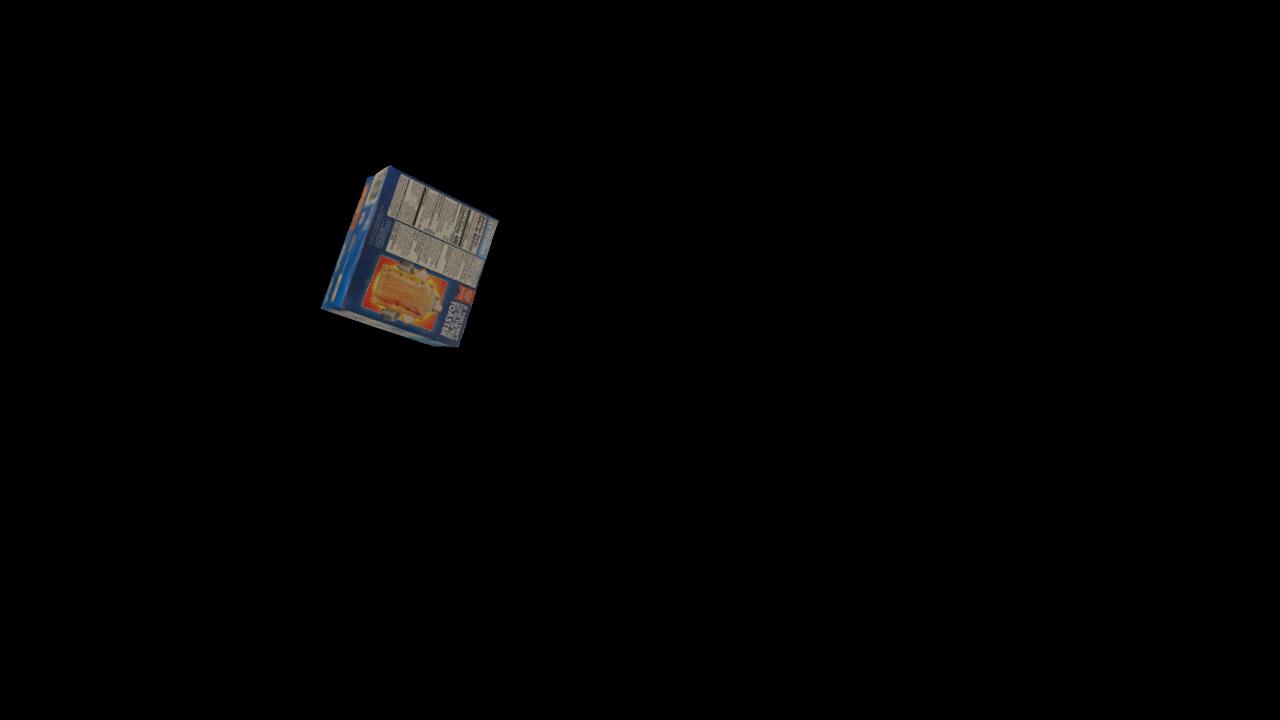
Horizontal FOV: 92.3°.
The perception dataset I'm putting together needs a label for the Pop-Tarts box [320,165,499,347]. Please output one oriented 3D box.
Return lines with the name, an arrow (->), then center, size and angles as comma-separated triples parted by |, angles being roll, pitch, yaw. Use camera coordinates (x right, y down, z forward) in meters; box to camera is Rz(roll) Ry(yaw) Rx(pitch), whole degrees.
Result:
Pop-Tarts box -> -0.268, -0.114, 0.726 | 0.141, 0.167, 0.083 | 22, -10, -40
